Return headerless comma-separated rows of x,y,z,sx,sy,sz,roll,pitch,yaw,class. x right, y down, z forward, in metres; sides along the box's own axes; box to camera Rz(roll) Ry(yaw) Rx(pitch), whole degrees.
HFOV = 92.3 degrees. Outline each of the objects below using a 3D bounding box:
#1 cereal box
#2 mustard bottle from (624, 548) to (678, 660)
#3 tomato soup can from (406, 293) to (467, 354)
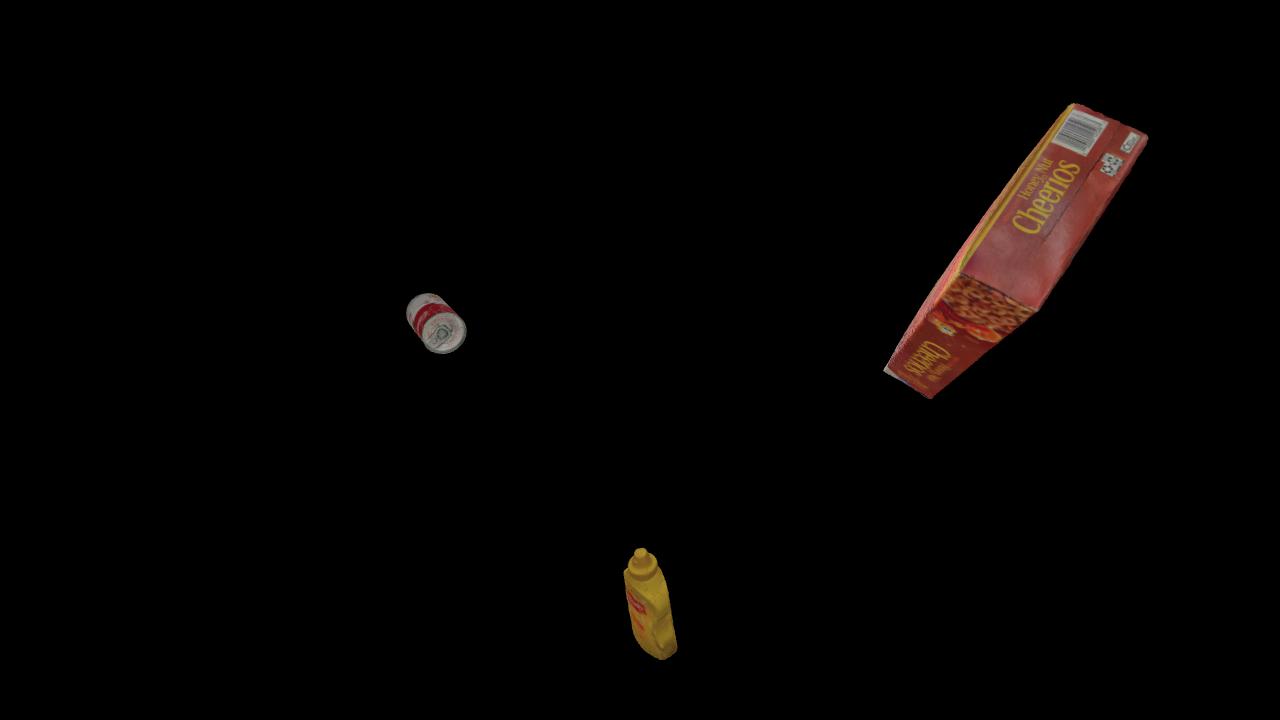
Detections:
0.375,-0.090,0.664,0.081,0.203,0.306,34,-9,17,cereal box
0.012,0.346,0.900,0.054,0.184,0.092,-20,31,-21,mustard bottle
-0.319,-0.059,0.957,0.068,0.068,0.101,0,23,-35,tomato soup can
